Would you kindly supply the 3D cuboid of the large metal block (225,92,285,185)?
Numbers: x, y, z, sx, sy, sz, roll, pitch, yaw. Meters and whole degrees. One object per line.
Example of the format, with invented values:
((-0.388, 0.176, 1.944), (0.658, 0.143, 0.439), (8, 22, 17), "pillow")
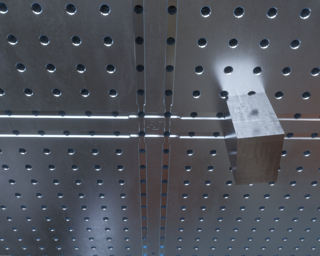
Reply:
((0.114, 0.013, 0.388), (0.050, 0.080, 0.080), (-6, 130, 5), "large metal block")
